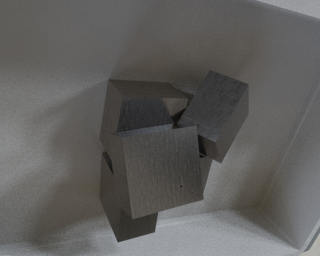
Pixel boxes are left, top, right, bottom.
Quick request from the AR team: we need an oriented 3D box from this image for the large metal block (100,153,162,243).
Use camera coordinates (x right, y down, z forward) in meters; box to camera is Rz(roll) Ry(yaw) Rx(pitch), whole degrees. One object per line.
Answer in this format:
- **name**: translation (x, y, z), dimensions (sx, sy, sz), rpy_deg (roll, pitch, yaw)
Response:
- **large metal block**: translation (-0.041, 0.084, 0.402), dimensions (0.050, 0.080, 0.079), rpy_deg (-7, 122, -26)

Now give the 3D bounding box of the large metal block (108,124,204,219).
- **large metal block**: translation (-0.005, 0.041, 0.330), dimensions (0.081, 0.050, 0.079), rpy_deg (-9, 97, -24)

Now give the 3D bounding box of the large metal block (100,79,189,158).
- **large metal block**: translation (-0.022, -0.010, 0.374), dimensions (0.081, 0.050, 0.079), rpy_deg (-1, 119, -28)

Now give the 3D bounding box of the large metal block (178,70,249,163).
- **large metal block**: translation (0.070, -0.012, 0.391), dimensions (0.080, 0.050, 0.080), rpy_deg (-58, 155, -13)

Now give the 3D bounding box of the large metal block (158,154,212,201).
- **large metal block**: translation (0.020, 0.064, 0.440), dimensions (0.081, 0.050, 0.079), rpy_deg (-5, 121, -26)
